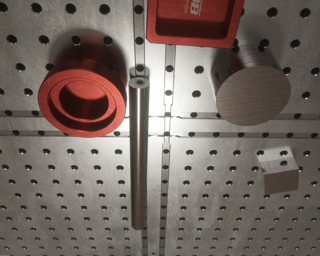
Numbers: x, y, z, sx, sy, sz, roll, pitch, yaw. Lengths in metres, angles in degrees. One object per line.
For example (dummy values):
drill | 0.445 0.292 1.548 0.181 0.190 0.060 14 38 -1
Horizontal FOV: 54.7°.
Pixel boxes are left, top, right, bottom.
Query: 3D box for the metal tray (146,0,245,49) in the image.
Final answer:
metal tray | 0.035 -0.142 0.287 0.091 0.030 0.129 3 130 -3

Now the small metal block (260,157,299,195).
small metal block | 0.184 0.074 0.478 0.050 0.025 0.050 -11 130 9

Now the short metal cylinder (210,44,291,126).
short metal cylinder | 0.101 -0.048 0.356 0.081 0.050 0.079 0 130 0

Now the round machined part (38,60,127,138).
round machined part | -0.088 -0.038 0.367 0.099 0.042 0.097 -1 130 0

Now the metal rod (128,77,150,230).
metal rod | -0.032 0.060 0.462 0.025 0.025 0.298 2 130 -2
